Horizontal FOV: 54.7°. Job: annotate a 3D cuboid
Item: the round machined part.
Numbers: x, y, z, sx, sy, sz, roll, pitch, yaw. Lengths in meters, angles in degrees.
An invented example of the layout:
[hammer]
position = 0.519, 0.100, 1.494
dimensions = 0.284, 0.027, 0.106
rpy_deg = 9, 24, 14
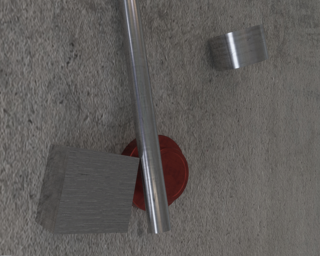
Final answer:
[round machined part]
position = -0.002, 0.057, 0.392
dimensions = 0.099, 0.042, 0.097
rpy_deg = 0, 90, -40

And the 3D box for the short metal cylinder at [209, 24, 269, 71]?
[short metal cylinder]
position = 0.118, -0.121, 0.468
dimensions = 0.081, 0.080, 0.050
rpy_deg = -26, 106, -37

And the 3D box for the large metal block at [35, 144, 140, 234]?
[large metal block]
position = -0.075, 0.064, 0.326
dimensions = 0.081, 0.050, 0.080
rpy_deg = 15, 81, -39

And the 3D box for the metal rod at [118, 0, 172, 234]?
[metal rod]
position = -0.021, -0.036, 0.353
dimensions = 0.025, 0.025, 0.298
rpy_deg = -3, 82, -40
